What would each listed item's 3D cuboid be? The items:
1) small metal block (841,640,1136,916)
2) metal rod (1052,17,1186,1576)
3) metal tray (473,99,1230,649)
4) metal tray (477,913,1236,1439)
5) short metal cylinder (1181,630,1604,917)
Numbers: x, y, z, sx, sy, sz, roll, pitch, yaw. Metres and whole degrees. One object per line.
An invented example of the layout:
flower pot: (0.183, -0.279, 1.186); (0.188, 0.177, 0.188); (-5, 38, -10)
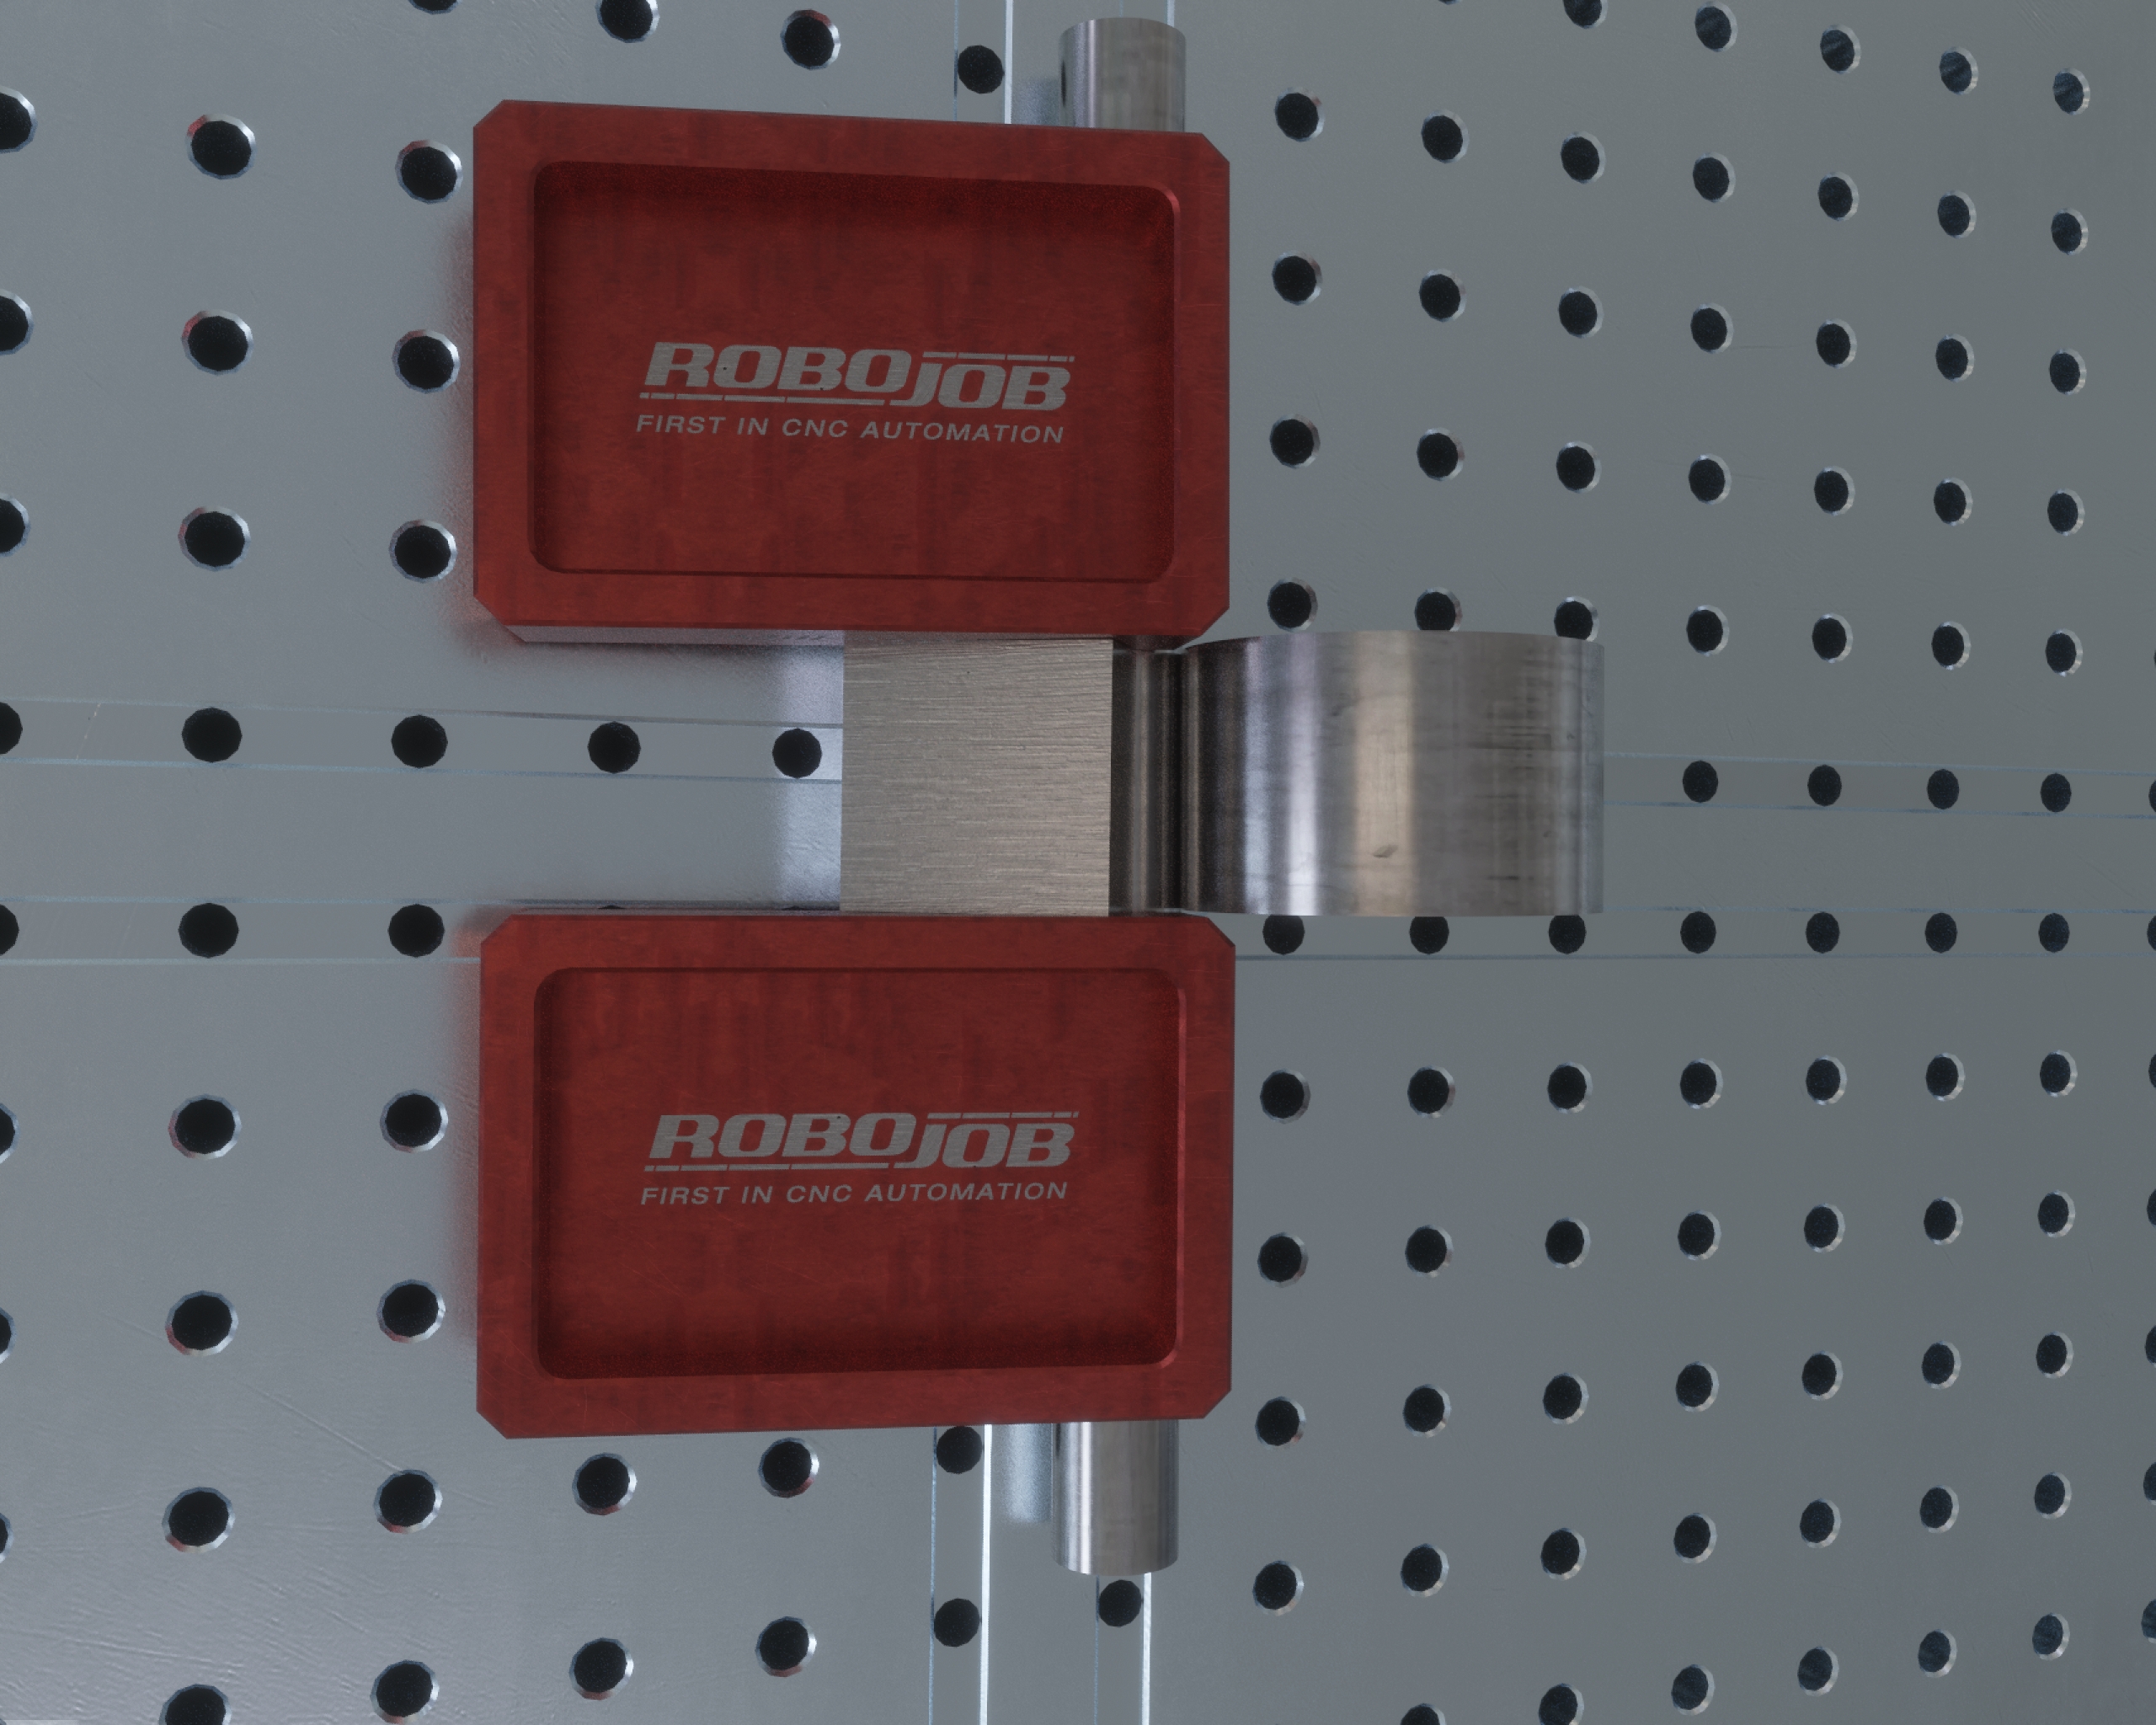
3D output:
small metal block: (-0.016, -0.016, 0.392); (0.050, 0.025, 0.050); (1, 90, 11)
metal rod: (0.008, -0.013, 0.411); (0.025, 0.025, 0.298); (0, 90, -20)
metal tray: (-0.040, -0.085, 0.377); (0.131, 0.030, 0.089); (0, 90, -8)
metal tray: (-0.039, 0.054, 0.377); (0.131, 0.030, 0.089); (0, 90, -8)
short metal cylinder: (0.060, -0.016, 0.402); (0.081, 0.080, 0.050); (0, 90, -20)
